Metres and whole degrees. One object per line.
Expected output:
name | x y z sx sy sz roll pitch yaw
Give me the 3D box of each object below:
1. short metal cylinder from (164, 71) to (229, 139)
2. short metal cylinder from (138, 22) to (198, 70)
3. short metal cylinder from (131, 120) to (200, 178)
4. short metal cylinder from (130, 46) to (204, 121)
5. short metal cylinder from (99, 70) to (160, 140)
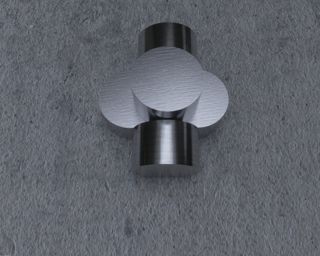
short metal cylinder | 0.045 -0.030 0.407 0.081 0.050 0.080 0 70 0
short metal cylinder | 0.010 -0.095 0.416 0.081 0.080 0.050 0 70 -1
short metal cylinder | 0.007 0.028 0.371 0.081 0.080 0.050 0 70 0
short metal cylinder | 0.008 -0.046 0.359 0.081 0.050 0.080 0 70 0
short metal cylinder | -0.035 -0.029 0.406 0.081 0.050 0.080 0 70 0
